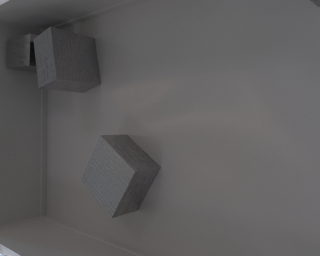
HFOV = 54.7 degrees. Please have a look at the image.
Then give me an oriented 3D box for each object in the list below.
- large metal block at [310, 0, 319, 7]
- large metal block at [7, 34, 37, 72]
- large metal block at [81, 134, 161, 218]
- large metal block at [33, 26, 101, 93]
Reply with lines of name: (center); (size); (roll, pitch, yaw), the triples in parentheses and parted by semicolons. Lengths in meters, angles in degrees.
large metal block: (0.144, -0.145, 0.238); (0.080, 0.081, 0.050); (-2, 80, 52)
large metal block: (-0.210, -0.127, 0.545); (0.080, 0.081, 0.050); (5, 93, 40)
large metal block: (-0.057, 0.065, 0.438); (0.080, 0.050, 0.079); (40, 115, 32)
large metal block: (-0.146, -0.104, 0.492); (0.050, 0.081, 0.080); (-15, 81, 39)
